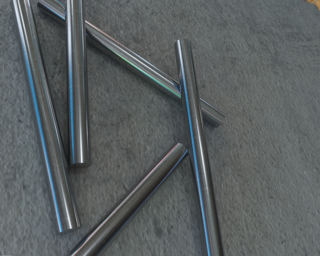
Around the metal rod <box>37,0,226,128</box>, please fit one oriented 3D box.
[{"bbox_3d":[-0.035,-0.092,0.442,0.301,0.025,0.025,33,51,-7],"label":"metal rod"}]

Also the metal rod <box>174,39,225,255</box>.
[{"bbox_3d":[0.047,0.015,0.400,0.025,0.025,0.299,5,66,-26],"label":"metal rod"}]

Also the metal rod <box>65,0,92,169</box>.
[{"bbox_3d":[-0.104,-0.098,0.385,0.025,0.025,0.299,3,67,-27],"label":"metal rod"}]

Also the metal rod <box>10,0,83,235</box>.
[{"bbox_3d":[-0.134,-0.032,0.351,0.025,0.025,0.299,-6,65,-31],"label":"metal rod"}]

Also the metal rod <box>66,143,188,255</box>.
[{"bbox_3d":[-0.059,0.109,0.306,0.025,0.025,0.302,45,51,2],"label":"metal rod"}]
